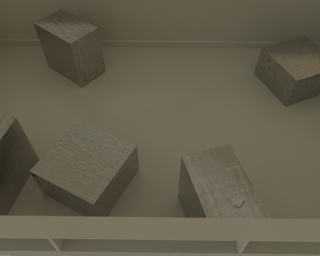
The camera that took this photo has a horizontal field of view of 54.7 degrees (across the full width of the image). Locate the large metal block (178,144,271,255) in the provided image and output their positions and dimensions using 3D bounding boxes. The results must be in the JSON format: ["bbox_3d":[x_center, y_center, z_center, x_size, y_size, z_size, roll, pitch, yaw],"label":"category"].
[{"bbox_3d":[0.056,0.076,0.306,0.050,0.080,0.080,-13,51,-10],"label":"large metal block"}]

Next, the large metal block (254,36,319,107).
[{"bbox_3d":[0.203,-0.087,0.463,0.081,0.050,0.080,-18,52,-15],"label":"large metal block"}]

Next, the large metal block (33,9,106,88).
[{"bbox_3d":[-0.134,-0.121,0.470,0.080,0.080,0.050,32,57,24],"label":"large metal block"}]

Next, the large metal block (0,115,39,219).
[{"bbox_3d":[-0.184,0.040,0.335,0.050,0.080,0.080,10,51,8],"label":"large metal block"}]

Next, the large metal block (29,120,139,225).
[{"bbox_3d":[-0.080,0.048,0.348,0.080,0.050,0.080,22,53,17],"label":"large metal block"}]
